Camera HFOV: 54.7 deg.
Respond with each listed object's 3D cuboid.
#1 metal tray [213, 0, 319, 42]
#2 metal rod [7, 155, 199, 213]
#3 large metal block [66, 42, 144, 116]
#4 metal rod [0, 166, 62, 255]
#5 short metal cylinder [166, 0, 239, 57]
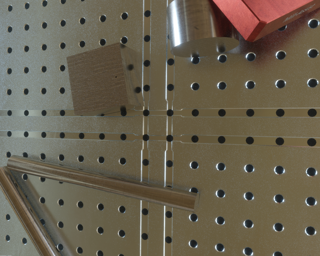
[{"bbox_3d":[0.119,-0.155,0.329,0.131,0.030,0.090,-30,78,-21],"label":"metal tray"},{"bbox_3d":[-0.094,0.076,0.445,0.301,0.025,0.025,8,93,19],"label":"metal rod"},{"bbox_3d":[-0.074,-0.063,0.425,0.080,0.050,0.080,-10,87,19],"label":"large metal block"},{"bbox_3d":[-0.172,0.186,0.473,0.025,0.025,0.299,-41,78,15],"label":"metal rod"},{"bbox_3d":[0.050,-0.119,0.366,0.080,0.080,0.050,-6,88,20],"label":"short metal cylinder"}]
